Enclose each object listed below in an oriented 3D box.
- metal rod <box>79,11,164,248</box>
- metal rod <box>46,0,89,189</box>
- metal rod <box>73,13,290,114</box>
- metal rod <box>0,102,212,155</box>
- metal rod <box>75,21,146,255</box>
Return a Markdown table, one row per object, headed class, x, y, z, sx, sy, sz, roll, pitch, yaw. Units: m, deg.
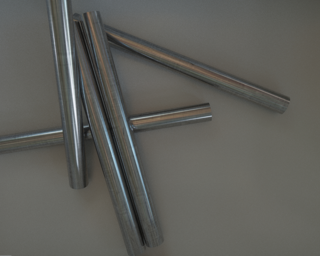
| class | x | y | z | sx | sy | sz | roll | pitch | yaw |
| --- | --- | --- | --- | --- | --- | --- | --- | --- | --- |
| metal rod | -0.044 | 0.010 | 0.386 | 0.025 | 0.025 | 0.298 | -15 | 100 | 0 |
| metal rod | -0.105 | -0.060 | 0.349 | 0.025 | 0.025 | 0.298 | 1 | 115 | 0 |
| metal rod | 0.026 | -0.085 | 0.411 | 0.301 | 0.025 | 0.025 | 21 | 90 | 0 |
| metal rod | -0.083 | 0.002 | 0.410 | 0.302 | 0.025 | 0.025 | -9 | 90 | 0 |
| metal rod | -0.069 | 0.021 | 0.387 | 0.025 | 0.025 | 0.298 | -15 | 99 | 0 |
